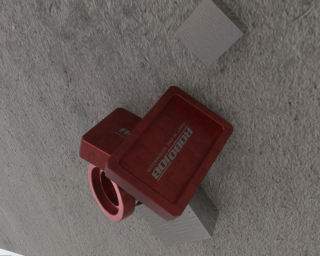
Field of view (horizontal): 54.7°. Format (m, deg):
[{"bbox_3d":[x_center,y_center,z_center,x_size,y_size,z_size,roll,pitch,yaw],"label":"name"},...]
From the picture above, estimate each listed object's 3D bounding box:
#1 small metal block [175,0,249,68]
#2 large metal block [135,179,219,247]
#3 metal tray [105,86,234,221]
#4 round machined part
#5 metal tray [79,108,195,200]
[{"bbox_3d":[0.053,-0.100,0.317,0.050,0.025,0.050,45,129,-4],"label":"small metal block"},{"bbox_3d":[0.026,0.117,0.446,0.080,0.050,0.080,-26,105,32],"label":"large metal block"},{"bbox_3d":[0.013,0.024,0.345,0.090,0.130,0.030,36,151,4],"label":"metal tray"},{"bbox_3d":[-0.066,0.087,0.469,0.098,0.042,0.097,27,127,43],"label":"round machined part"},{"bbox_3d":[-0.024,0.032,0.396,0.130,0.090,0.030,28,128,10],"label":"metal tray"}]
